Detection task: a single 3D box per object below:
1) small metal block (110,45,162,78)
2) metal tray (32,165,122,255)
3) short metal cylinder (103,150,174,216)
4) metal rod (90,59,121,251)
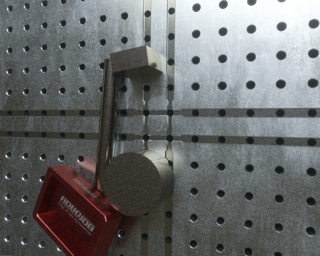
[{"bbox_3d":[-0.030,-0.086,0.410,0.050,0.050,0.025,-8,88,20],"label":"small metal block"},{"bbox_3d":[-0.119,0.121,0.431,0.130,0.030,0.089,31,106,31],"label":"metal tray"},{"bbox_3d":[-0.027,0.070,0.409,0.080,0.050,0.080,0,90,20],"label":"short metal cylinder"},{"bbox_3d":[-0.078,0.054,0.440,0.025,0.025,0.298,6,92,20],"label":"metal rod"}]
